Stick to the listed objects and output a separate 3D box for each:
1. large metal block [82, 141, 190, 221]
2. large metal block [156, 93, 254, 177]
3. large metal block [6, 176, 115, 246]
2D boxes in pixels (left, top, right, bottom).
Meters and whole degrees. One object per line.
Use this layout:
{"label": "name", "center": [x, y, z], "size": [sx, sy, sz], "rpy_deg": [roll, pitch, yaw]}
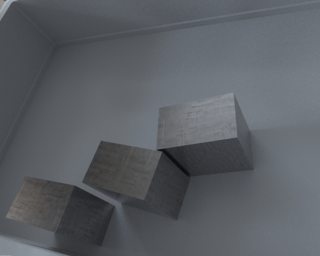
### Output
{"label": "large metal block", "center": [-0.023, 0.059, 0.346], "size": [0.080, 0.080, 0.050], "rpy_deg": [8, 66, 31]}
{"label": "large metal block", "center": [0.051, 0.012, 0.336], "size": [0.080, 0.080, 0.050], "rpy_deg": [-10, 57, 23]}
{"label": "large metal block", "center": [-0.115, 0.100, 0.370], "size": [0.080, 0.080, 0.050], "rpy_deg": [3, 64, 30]}
